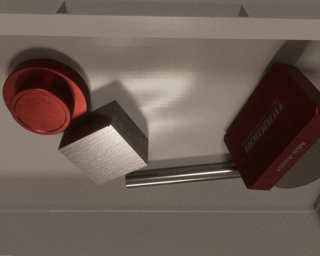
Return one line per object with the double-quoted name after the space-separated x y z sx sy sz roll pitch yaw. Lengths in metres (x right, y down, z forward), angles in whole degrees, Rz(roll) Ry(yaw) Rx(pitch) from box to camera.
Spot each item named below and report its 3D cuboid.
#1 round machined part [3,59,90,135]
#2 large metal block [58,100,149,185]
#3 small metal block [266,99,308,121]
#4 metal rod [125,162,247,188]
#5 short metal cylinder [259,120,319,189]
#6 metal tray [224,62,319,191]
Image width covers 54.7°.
-0.137 -0.030 0.371 0.099 0.042 0.097 0 130 0 "round machined part"
-0.071 0.022 0.410 0.080 0.050 0.080 -24 127 19 "large metal block"
0.155 -0.016 0.390 0.050 0.025 0.050 -5 134 -15 "small metal block"
0.099 0.064 0.465 0.302 0.025 0.025 -6 130 4 "metal rod"
0.164 0.031 0.386 0.081 0.050 0.079 -4 132 -4 "short metal cylinder"
0.132 0.001 0.366 0.030 0.090 0.129 8 131 -23 "metal tray"
